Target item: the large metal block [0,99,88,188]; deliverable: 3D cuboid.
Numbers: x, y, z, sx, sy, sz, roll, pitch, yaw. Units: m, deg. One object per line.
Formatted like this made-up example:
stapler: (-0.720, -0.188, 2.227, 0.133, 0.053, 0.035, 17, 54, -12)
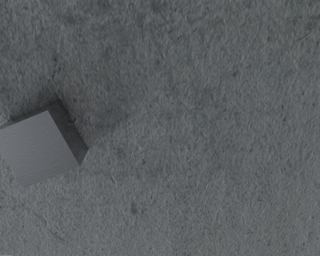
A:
large metal block: (-0.153, 0.019, 0.401, 0.080, 0.050, 0.080, -21, 109, 7)
